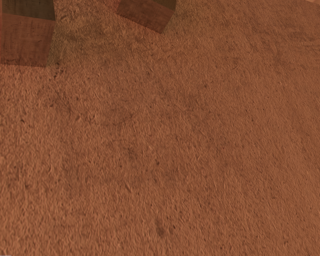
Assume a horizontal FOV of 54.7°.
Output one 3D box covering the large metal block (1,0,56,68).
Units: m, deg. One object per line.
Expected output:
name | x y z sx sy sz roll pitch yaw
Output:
large metal block | -0.158 -0.129 0.362 0.050 0.080 0.080 0 62 -29

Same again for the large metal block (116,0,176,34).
large metal block | -0.019 -0.214 0.507 0.080 0.050 0.080 20 54 -17
